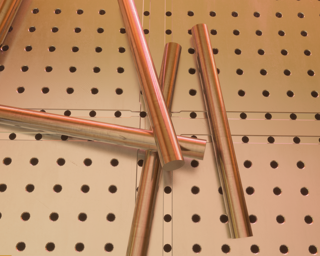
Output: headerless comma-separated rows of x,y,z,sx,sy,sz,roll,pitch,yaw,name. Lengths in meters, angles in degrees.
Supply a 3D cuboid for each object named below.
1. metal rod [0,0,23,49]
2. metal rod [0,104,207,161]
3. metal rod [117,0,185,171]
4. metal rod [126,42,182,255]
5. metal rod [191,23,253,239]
-0.255,-0.087,0.440,0.025,0.025,0.299,12,70,4,metal rod
-0.093,0.002,0.392,0.301,0.025,0.025,10,70,10,metal rod
-0.020,-0.083,0.409,0.025,0.025,0.299,-13,58,-5,metal rod
-0.005,0.020,0.404,0.025,0.025,0.299,9,70,3,metal rod
0.078,-0.010,0.416,0.025,0.025,0.299,-7,70,-3,metal rod
